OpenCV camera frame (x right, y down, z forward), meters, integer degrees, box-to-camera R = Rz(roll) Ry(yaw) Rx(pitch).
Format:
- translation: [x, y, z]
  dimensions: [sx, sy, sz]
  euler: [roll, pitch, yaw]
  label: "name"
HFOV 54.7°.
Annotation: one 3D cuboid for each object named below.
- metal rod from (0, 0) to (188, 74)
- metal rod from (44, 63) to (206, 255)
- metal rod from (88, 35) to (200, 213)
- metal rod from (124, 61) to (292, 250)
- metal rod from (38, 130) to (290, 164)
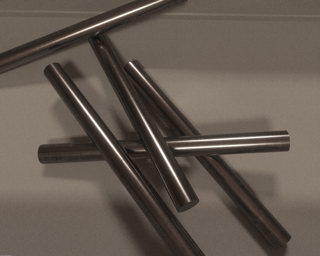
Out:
- translation: [-0.108, -0.133, 0.428]
  dimensions: [0.301, 0.025, 0.025]
  euler: [-20, 71, 4]
  label: "metal rod"
- translation: [-0.052, 0.031, 0.356]
  dimensions: [0.025, 0.025, 0.300]
  euler: [-35, 69, -12]
  label: "metal rod"
- translation: [-0.036, -0.033, 0.388]
  dimensions: [0.025, 0.025, 0.299]
  euler: [-25, 60, -9]
  label: "metal rod"
- translation: [0.050, 0.024, 0.401]
  dimensions: [0.025, 0.025, 0.300]
  euler: [-37, 74, -13]
  label: "metal rod"
- translation: [0.000, 0.024, 0.380]
  dimensions: [0.302, 0.025, 0.025]
  euler: [-3, 70, 6]
  label: "metal rod"
